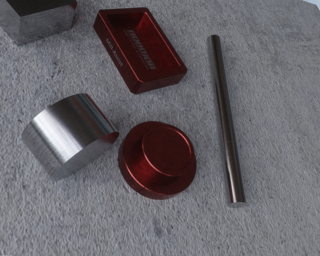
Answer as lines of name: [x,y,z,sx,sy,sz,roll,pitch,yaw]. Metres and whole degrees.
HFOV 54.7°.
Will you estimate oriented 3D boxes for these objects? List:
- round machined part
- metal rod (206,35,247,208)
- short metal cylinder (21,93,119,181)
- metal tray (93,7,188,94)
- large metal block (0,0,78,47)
round machined part: [0.002,0.034,0.375,0.099,0.042,0.098,14,56,-21]
metal rod: [0.098,-0.029,0.476,0.025,0.025,0.299,13,56,-22]
short metal cylinder: [-0.089,0.010,0.315,0.081,0.080,0.050,-33,80,-38]
metal tray: [-0.029,-0.118,0.458,0.091,0.030,0.130,-20,72,-36]
large metal block: [-0.168,-0.161,0.396,0.080,0.050,0.081,49,51,6]
